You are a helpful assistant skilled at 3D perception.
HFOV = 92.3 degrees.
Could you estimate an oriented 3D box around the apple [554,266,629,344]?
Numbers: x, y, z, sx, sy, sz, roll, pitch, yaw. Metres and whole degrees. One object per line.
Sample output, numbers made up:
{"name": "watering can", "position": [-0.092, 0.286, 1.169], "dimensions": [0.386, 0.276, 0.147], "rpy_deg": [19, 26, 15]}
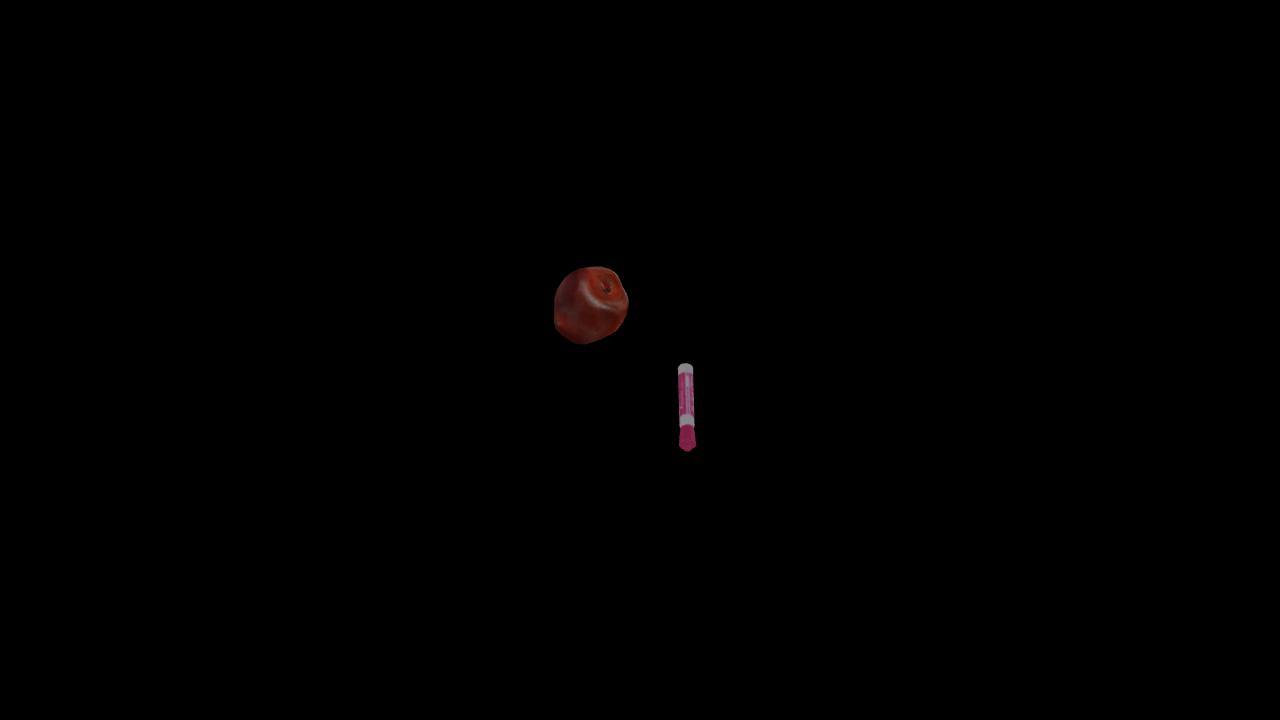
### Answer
{"name": "apple", "position": [-0.055, -0.057, 0.661], "dimensions": [0.079, 0.079, 0.093], "rpy_deg": [0, -24, -35]}

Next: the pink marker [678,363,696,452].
{"name": "pink marker", "position": [0.054, 0.053, 0.708], "dimensions": [0.020, 0.121, 0.020], "rpy_deg": [1, -44, 1]}
